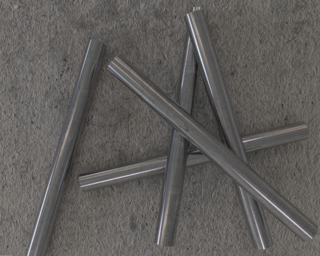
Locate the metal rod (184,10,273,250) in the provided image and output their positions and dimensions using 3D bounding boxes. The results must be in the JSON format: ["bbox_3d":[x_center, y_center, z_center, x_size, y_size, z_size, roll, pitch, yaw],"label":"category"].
[{"bbox_3d":[0.085,0.004,0.383,0.025,0.025,0.298,-17,92,0],"label":"metal rod"}]

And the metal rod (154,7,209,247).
[{"bbox_3d":[0.029,-0.008,0.390,0.025,0.025,0.299,9,82,0],"label":"metal rod"}]

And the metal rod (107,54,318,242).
[{"bbox_3d":[0.058,0.021,0.362,0.300,0.025,0.025,41,90,3],"label":"metal rod"}]

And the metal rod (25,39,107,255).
[{"bbox_3d":[-0.124,0.031,0.408,0.025,0.025,0.298,16,90,0],"label":"metal rod"}]

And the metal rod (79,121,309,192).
[{"bbox_3d":[0.044,0.038,0.410,0.302,0.025,0.025,-13,90,0],"label":"metal rod"}]
